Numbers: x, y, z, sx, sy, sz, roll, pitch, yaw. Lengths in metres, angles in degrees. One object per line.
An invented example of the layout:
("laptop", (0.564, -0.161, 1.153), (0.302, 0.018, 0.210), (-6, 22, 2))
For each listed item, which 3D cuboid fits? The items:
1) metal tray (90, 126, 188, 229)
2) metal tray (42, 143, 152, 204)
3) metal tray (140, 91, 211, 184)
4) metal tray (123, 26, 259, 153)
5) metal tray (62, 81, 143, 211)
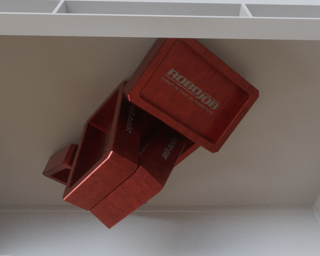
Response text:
("metal tray", (-0.018, 0.048, 0.363), (0.030, 0.131, 0.090), (45, 119, -5))
("metal tray", (-0.089, 0.073, 0.442), (0.130, 0.030, 0.090), (32, 147, -25))
("metal tray", (-0.006, 0.016, 0.417), (0.090, 0.030, 0.129), (32, 123, -25))
("metal tray", (0.037, -0.040, 0.348), (0.131, 0.030, 0.090), (32, 98, -24))
("metal tray", (-0.060, 0.015, 0.349), (0.030, 0.130, 0.090), (33, 123, -24))
